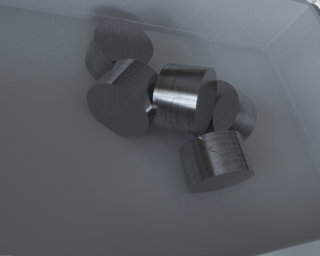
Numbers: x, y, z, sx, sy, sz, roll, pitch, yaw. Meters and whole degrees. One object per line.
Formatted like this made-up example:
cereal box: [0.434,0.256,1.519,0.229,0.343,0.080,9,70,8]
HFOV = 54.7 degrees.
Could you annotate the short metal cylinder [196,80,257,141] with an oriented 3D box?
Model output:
short metal cylinder: [0.081,-0.018,0.416,0.050,0.080,0.080,21,50,-46]

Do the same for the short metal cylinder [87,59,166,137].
short metal cylinder: [-0.039,-0.035,0.371,0.080,0.080,0.050,35,51,-5]

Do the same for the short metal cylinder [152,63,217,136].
short metal cylinder: [0.032,-0.034,0.367,0.050,0.080,0.080,11,48,23]

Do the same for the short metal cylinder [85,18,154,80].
short metal cylinder: [-0.056,-0.100,0.421,0.081,0.050,0.080,14,56,-21]

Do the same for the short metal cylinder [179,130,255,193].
short metal cylinder: [0.068,0.043,0.381,0.081,0.080,0.050,0,62,-28]
